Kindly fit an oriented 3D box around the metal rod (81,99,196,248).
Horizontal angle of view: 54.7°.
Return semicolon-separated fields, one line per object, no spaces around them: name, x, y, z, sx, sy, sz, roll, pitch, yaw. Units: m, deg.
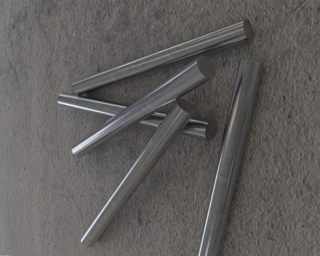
metal rod;-0.044;0.079;0.422;0.025;0.025;0.298;53;127;26

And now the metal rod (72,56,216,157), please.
metal rod;-0.045;-0.011;0.408;0.299;0.025;0.025;-28;72;47

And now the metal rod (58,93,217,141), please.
metal rod;-0.055;-0.024;0.450;0.300;0.025;0.025;13;99;39

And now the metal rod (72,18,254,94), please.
metal rod;-0.021;-0.085;0.422;0.300;0.025;0.025;-9;84;39

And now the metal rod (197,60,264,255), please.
metal rod;0.069;0.075;0.347;0.025;0.025;0.298;18;101;38
